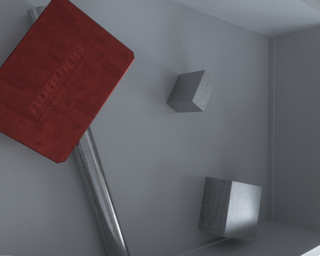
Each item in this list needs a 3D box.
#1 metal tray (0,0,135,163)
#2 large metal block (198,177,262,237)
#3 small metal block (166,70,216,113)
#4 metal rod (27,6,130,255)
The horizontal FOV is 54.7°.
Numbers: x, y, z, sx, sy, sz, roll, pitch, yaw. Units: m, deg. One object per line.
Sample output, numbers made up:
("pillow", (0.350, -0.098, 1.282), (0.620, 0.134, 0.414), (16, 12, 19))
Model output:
("metal tray", (-0.097, -0.044, 0.294), (0.090, 0.030, 0.130), (36, 81, -23))
("large metal block", (0.112, 0.125, 0.487), (0.081, 0.050, 0.080), (17, 79, -39))
("small metal block", (0.043, -0.050, 0.428), (0.025, 0.050, 0.050), (38, 67, -34))
("metal rod", (-0.082, 0.023, 0.339), (0.025, 0.025, 0.298), (-24, 106, -38))
